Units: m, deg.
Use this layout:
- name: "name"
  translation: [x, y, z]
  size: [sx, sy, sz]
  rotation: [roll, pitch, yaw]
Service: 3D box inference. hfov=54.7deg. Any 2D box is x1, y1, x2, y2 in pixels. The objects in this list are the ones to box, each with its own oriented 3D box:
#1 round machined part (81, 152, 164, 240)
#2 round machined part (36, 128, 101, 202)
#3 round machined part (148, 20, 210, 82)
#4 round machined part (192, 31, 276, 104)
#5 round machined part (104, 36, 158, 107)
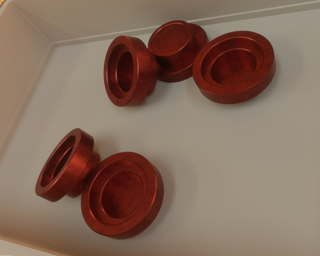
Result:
- name: "round machined part"
  translation: [-0.040, 0.081, 0.365]
  size: [0.098, 0.042, 0.098]
  rotation: [-13, 56, 20]
- name: "round machined part"
  translation: [-0.116, 0.052, 0.406]
  size: [0.098, 0.042, 0.098]
  rotation: [-38, 31, 28]
- name: "round machined part"
  translation: [0.022, -0.119, 0.455]
  size: [0.098, 0.042, 0.098]
  rotation: [-13, 56, 20]
- name: "round machined part"
  translation: [0.094, -0.071, 0.388]
  size: [0.098, 0.042, 0.098]
  rotation: [-13, 56, 20]
- name: "round machined part"
  translation: [-0.039, -0.079, 0.442]
  size: [0.098, 0.042, 0.097]
  rotation: [6, 98, 53]
